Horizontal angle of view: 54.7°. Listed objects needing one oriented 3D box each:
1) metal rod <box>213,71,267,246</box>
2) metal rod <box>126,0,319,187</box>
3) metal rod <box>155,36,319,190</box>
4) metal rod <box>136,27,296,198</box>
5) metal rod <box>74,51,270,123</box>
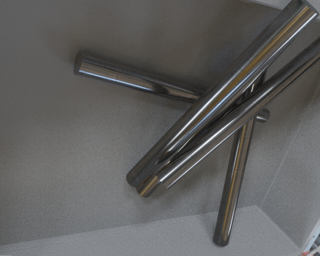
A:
[{"bbox_3d":[0.115,0.045,0.456,0.025,0.025,0.298,-4,112,-27],"label":"metal rod"},{"bbox_3d":[0.043,-0.014,0.346,0.025,0.025,0.298,11,137,-34],"label":"metal rod"},{"bbox_3d":[0.118,-0.028,0.396,0.301,0.025,0.025,-40,130,-4],"label":"metal rod"},{"bbox_3d":[0.066,-0.015,0.406,0.025,0.025,0.299,25,114,-37],"label":"metal rod"},{"bbox_3d":[0.039,-0.044,0.404,0.302,0.025,0.025,11,113,-33],"label":"metal rod"}]
